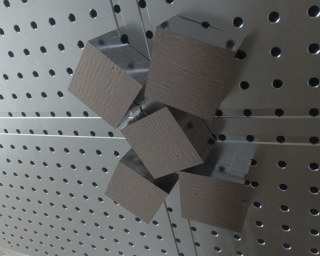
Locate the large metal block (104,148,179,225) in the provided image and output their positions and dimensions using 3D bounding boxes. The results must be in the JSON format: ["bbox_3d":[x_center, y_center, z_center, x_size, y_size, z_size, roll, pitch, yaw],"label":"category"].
[{"bbox_3d":[-0.026,0.082,0.458,0.080,0.050,0.080,33,129,7],"label":"large metal block"}]

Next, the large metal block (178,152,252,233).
[{"bbox_3d":[0.073,0.081,0.407,0.080,0.050,0.080,8,122,23],"label":"large metal block"}]

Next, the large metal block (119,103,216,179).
[{"bbox_3d":[0.011,0.010,0.395,0.080,0.050,0.080,-25,105,37],"label":"large metal block"}]

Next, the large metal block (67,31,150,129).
[{"bbox_3d":[-0.058,-0.060,0.389,0.080,0.050,0.080,39,130,2],"label":"large metal block"}]

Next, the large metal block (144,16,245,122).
[{"bbox_3d":[0.035,-0.065,0.335,0.080,0.050,0.079,21,127,12],"label":"large metal block"}]
